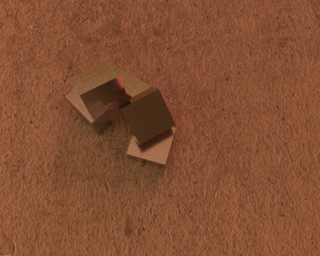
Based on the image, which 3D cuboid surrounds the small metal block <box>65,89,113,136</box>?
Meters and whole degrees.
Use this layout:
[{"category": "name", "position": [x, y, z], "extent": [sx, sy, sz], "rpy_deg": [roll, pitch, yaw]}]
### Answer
[{"category": "small metal block", "position": [-0.091, -0.022, 0.403], "extent": [0.025, 0.050, 0.050], "rpy_deg": [-43, 76, -14]}]

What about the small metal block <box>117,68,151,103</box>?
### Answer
[{"category": "small metal block", "position": [-0.039, -0.047, 0.413], "extent": [0.050, 0.050, 0.025], "rpy_deg": [31, 73, 10]}]

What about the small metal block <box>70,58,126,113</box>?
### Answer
[{"category": "small metal block", "position": [-0.070, -0.048, 0.360], "extent": [0.050, 0.050, 0.025], "rpy_deg": [-28, 73, -10]}]

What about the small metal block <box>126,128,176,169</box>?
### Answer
[{"category": "small metal block", "position": [-0.011, 0.020, 0.402], "extent": [0.050, 0.025, 0.050], "rpy_deg": [15, 71, 5]}]

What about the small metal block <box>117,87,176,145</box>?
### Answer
[{"category": "small metal block", "position": [-0.017, -0.015, 0.375], "extent": [0.050, 0.025, 0.050], "rpy_deg": [-30, 110, -11]}]
